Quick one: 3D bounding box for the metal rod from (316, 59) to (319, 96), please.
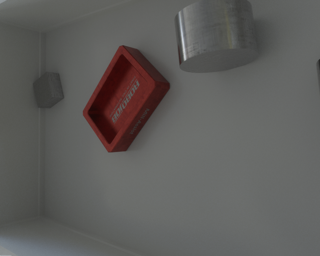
[{"bbox_3d":[0.135,0.072,0.211,0.025,0.025,0.299,-16,54,38],"label":"metal rod"}]

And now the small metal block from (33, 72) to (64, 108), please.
[{"bbox_3d":[-0.207,-0.069,0.574,0.050,0.025,0.050,-25,74,36],"label":"small metal block"}]

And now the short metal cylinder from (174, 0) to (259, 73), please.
[{"bbox_3d":[0.058,-0.093,0.322,0.080,0.081,0.050,-10,84,39],"label":"short metal cylinder"}]

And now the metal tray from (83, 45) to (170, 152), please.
[{"bbox_3d":[-0.053,-0.039,0.445,0.090,0.030,0.129,51,119,27],"label":"metal tray"}]
